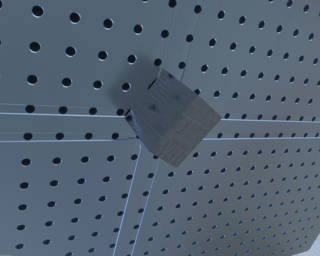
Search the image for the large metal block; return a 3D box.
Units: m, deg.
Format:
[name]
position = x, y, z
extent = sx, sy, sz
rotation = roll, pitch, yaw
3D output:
[large metal block]
position = 0.013, -0.012, 0.377
extent = 0.080, 0.080, 0.050
rotation = -49, 129, 6
